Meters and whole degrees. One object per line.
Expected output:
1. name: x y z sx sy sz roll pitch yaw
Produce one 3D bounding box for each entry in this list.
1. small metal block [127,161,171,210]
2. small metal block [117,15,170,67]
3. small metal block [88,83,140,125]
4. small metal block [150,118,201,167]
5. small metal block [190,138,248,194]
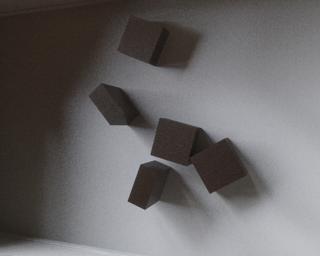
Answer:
1. small metal block: -0.013 0.072 0.401 0.025 0.050 0.050 22 97 18
2. small metal block: -0.023 -0.117 0.418 0.050 0.025 0.050 25 98 18
3. small metal block: -0.061 -0.031 0.417 0.025 0.050 0.050 -41 77 15
4. small metal block: 0.021 0.017 0.403 0.050 0.025 0.050 16 95 19
5. small metal block: 0.073 0.046 0.384 0.050 0.025 0.050 -32 80 17
